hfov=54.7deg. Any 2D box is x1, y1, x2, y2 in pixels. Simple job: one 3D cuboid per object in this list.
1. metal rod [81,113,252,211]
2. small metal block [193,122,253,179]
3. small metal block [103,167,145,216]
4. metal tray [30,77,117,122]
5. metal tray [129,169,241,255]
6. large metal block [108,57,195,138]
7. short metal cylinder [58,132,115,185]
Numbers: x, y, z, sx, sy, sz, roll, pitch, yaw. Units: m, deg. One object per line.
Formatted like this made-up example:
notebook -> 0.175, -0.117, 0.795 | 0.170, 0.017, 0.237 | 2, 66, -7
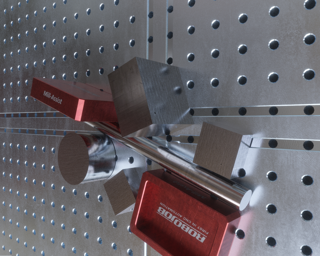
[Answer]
metal rod -> -0.017, 0.027, 0.423 | 0.300, 0.025, 0.025 | 25, 106, 37
small metal block -> 0.070, 0.024, 0.351 | 0.050, 0.025, 0.050 | 22, 104, 38
small metal block -> -0.050, 0.092, 0.452 | 0.050, 0.025, 0.050 | -39, 66, 33
metal tray -> -0.120, -0.043, 0.465 | 0.130, 0.091, 0.030 | 24, 105, 37
metal tray -> 0.025, 0.117, 0.385 | 0.130, 0.030, 0.089 | 23, 105, 37
large metal block -> -0.010, -0.034, 0.383 | 0.050, 0.081, 0.080 | -23, 75, 38
short metal cylinder -> -0.116, 0.046, 0.488 | 0.080, 0.050, 0.080 | 0, 90, 40
